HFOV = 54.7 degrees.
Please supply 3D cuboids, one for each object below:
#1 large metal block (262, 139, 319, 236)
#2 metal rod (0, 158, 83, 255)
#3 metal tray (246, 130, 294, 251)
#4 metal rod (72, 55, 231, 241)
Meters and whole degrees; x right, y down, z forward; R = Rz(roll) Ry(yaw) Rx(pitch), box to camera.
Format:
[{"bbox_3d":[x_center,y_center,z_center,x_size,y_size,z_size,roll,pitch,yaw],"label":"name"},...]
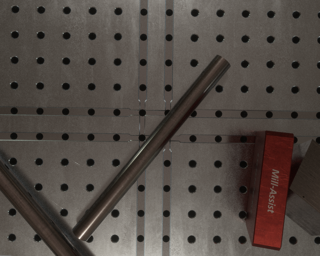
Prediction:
[{"bbox_3d":[0.190,0.075,0.387,0.080,0.050,0.080,40,61,-1],"label":"large metal block"},{"bbox_3d":[-0.165,0.116,0.411,0.025,0.025,0.300,-40,91,0],"label":"metal rod"},{"bbox_3d":[0.132,0.069,0.380,0.030,0.090,0.129,7,90,11],"label":"metal tray"},{"bbox_3d":[-0.011,0.026,0.413,0.025,0.025,0.300,40,90,-1],"label":"metal rod"}]
